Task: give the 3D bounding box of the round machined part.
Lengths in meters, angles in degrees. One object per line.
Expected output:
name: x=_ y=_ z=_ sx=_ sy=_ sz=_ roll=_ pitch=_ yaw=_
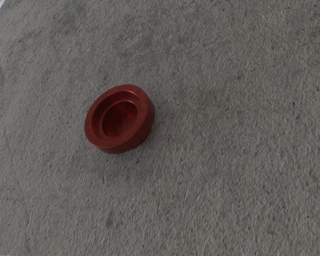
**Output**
round machined part: x=-0.051 y=-0.008 z=0.426 sx=0.098 sy=0.042 sz=0.098 roll=-13 pitch=56 yaw=21
